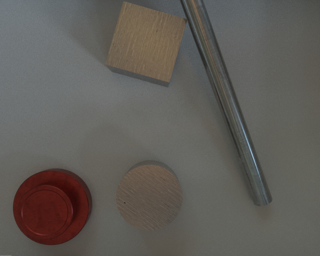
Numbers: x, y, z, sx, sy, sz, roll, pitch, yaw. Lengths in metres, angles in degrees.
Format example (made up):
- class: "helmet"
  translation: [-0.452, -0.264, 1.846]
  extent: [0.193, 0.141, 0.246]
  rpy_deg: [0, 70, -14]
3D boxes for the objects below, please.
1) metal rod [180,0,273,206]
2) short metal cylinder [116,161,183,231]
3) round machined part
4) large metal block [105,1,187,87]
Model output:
- class: "metal rod"
  translation: [0.082, -0.038, 0.386]
  extent: [0.025, 0.025, 0.299]
  rpy_deg: [-22, 101, 0]
- class: "short metal cylinder"
  translation: [-0.013, 0.084, 0.399]
  extent: [0.081, 0.050, 0.079]
  rpy_deg: [0, 90, -1]
- class: "round machined part"
  translation: [-0.142, 0.104, 0.401]
  extent: [0.099, 0.042, 0.097]
  rpy_deg: [0, 90, -1]
- class: "large metal block"
  translation: [-0.016, -0.104, 0.399]
  extent: [0.080, 0.050, 0.080]
  rpy_deg: [16, 90, -1]
